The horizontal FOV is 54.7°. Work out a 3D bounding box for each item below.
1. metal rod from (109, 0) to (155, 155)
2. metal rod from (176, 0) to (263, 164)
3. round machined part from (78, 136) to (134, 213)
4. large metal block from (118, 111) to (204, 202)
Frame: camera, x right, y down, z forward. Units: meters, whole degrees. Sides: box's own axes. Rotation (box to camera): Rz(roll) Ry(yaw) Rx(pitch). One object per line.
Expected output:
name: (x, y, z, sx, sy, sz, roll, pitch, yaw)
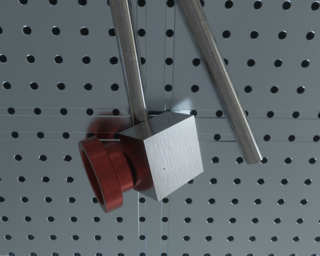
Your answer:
metal rod: (-0.035, -0.074, 0.385, 0.025, 0.025, 0.298, -8, 110, 2)
metal rod: (0.066, -0.083, 0.383, 0.025, 0.025, 0.299, -25, 109, 8)
round machined part: (-0.067, 0.056, 0.400, 0.042, 0.098, 0.097, -20, 112, -22)
large metal block: (0.004, 0.032, 0.391, 0.081, 0.050, 0.079, -26, 114, -34)
